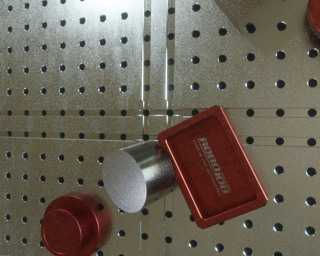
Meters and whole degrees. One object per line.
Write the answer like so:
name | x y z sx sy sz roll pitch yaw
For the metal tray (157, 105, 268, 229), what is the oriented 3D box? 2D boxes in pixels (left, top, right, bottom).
metal tray | 0.064 0.048 0.387 0.090 0.030 0.130 -28 81 17

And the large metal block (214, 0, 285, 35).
large metal block | 0.103 -0.173 0.363 0.080 0.050 0.080 -38 78 16

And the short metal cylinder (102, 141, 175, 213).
short metal cylinder | -0.028 0.060 0.394 0.080 0.050 0.079 12 109 40

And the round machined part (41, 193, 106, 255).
round machined part | -0.132 0.147 0.450 0.098 0.042 0.097 0 90 20

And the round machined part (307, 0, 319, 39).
round machined part | 0.210 -0.130 0.329 0.098 0.042 0.097 0 90 20
